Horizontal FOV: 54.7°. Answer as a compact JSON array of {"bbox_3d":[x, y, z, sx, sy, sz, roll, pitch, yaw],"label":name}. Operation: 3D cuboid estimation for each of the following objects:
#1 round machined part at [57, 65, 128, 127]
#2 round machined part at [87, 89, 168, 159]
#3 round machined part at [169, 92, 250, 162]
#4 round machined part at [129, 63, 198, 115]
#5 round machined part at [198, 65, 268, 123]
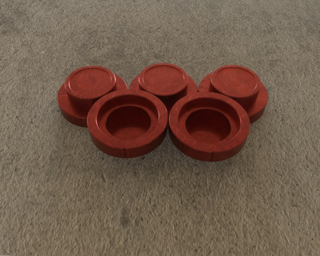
[{"bbox_3d":[-0.094,-0.051,0.435,0.099,0.042,0.098,0,50,0],"label":"round machined part"},{"bbox_3d":[-0.039,-0.001,0.394,0.099,0.042,0.098,0,50,0],"label":"round machined part"},{"bbox_3d":[0.060,0.003,0.392,0.099,0.042,0.098,0,50,0],"label":"round machined part"},{"bbox_3d":[0.005,-0.055,0.440,0.099,0.042,0.098,0,50,0],"label":"round machined part"},{"bbox_3d":[0.104,-0.052,0.439,0.099,0.042,0.098,0,50,0],"label":"round machined part"}]
